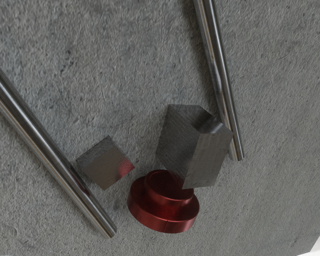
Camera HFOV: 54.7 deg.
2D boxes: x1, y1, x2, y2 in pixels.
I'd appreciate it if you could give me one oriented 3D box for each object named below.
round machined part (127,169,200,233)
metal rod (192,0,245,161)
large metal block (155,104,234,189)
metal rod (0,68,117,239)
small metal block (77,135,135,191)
[{"bbox_3d":[0.008,0.093,0.423,0.099,0.098,0.042,3,117,-30],"label":"round machined part"},{"bbox_3d":[0.081,-0.064,0.413,0.025,0.025,0.299,-30,129,-10],"label":"metal rod"},{"bbox_3d":[0.041,0.022,0.409,0.050,0.080,0.079,0,118,-29],"label":"large metal block"},{"bbox_3d":[-0.120,0.046,0.369,0.025,0.025,0.299,-30,129,-9],"label":"metal rod"},{"bbox_3d":[-0.069,0.045,0.399,0.050,0.025,0.050,-37,130,-4],"label":"small metal block"}]
